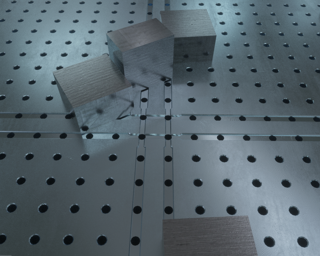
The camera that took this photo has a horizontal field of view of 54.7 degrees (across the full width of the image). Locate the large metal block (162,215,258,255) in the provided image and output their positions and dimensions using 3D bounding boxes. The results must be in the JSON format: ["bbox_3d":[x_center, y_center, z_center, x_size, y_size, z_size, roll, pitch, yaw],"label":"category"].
[{"bbox_3d":[0.044,0.130,0.283,0.081,0.050,0.080,-2,50,-2],"label":"large metal block"}]

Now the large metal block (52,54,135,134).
[{"bbox_3d":[-0.092,-0.050,0.432,0.081,0.050,0.080,-24,54,-20],"label":"large metal block"}]

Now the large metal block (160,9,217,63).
[{"bbox_3d":[0.044,-0.156,0.523,0.081,0.050,0.080,-4,50,-4],"label":"large metal block"}]

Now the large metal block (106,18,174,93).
[{"bbox_3d":[-0.028,-0.105,0.460,0.081,0.080,0.050,-24,55,-19],"label":"large metal block"}]
